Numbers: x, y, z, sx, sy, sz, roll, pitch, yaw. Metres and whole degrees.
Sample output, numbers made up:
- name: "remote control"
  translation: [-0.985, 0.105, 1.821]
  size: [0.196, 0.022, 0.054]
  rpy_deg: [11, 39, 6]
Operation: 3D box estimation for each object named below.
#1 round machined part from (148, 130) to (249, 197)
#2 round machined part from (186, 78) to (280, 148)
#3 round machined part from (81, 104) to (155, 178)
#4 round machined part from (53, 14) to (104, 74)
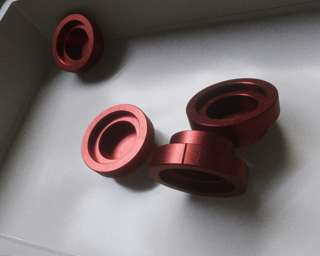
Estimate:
- name: "round machined part"
  translation: [0.040, 0.036, 0.316]
  size: [0.098, 0.098, 0.042]
  rpy_deg: [-1, 62, 28]
- name: "round machined part"
  translation: [0.082, -0.014, 0.345]
  size: [0.098, 0.042, 0.098]
  rpy_deg: [-14, 31, 9]
- name: "round machined part"
  translation: [-0.051, 0.020, 0.409]
  size: [0.098, 0.042, 0.098]
  rpy_deg: [-13, 56, 21]
- name: "round machined part"
  translation: [-0.137, -0.143, 0.538]
  size: [0.098, 0.042, 0.097]
  rpy_deg: [0, 89, 30]
